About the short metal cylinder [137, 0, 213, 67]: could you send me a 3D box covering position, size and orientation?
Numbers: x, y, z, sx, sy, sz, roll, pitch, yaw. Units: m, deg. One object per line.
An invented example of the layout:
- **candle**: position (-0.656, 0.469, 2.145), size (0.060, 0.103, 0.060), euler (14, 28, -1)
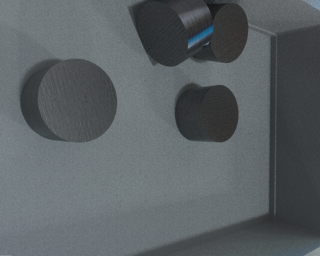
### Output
- **short metal cylinder**: position (0.018, -0.124, 0.386), size (0.050, 0.080, 0.080), euler (-38, 114, -33)

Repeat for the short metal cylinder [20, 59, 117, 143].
- **short metal cylinder**: position (-0.091, -0.026, 0.314), size (0.081, 0.050, 0.080), euler (0, 90, -40)

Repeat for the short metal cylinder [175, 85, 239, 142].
- **short metal cylinder**: position (0.068, -0.020, 0.447), size (0.081, 0.050, 0.080), euler (0, 90, -40)

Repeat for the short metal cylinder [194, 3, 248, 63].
- **short metal cylinder**: position (0.081, -0.136, 0.445), size (0.081, 0.050, 0.079), euler (-15, 115, -36)
